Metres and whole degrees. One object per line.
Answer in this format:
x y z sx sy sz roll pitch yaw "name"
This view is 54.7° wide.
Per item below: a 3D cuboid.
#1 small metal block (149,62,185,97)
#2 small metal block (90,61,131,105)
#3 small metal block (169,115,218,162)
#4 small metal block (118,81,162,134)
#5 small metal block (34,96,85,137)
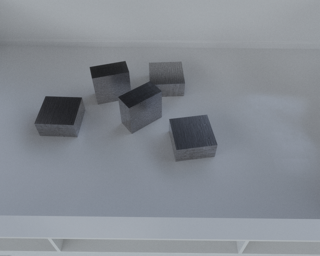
0.009 -0.074 0.467 0.050 0.025 0.050 -2 50 -2 "small metal block"
-0.069 -0.064 0.442 0.050 0.050 0.025 -12 51 -10 "small metal block"
0.041 0.012 0.395 0.050 0.025 0.050 -7 50 -6 "small metal block"
-0.025 -0.027 0.411 0.050 0.050 0.025 -30 57 -23 "small metal block"
-0.133 -0.016 0.417 0.050 0.025 0.050 2 50 2 "small metal block"
